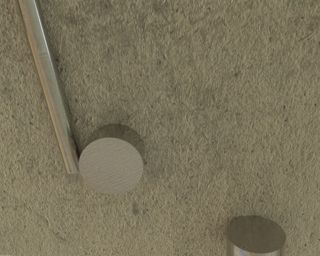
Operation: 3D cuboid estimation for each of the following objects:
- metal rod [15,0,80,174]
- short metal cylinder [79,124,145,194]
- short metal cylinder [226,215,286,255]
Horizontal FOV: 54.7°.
[{"bbox_3d":[-0.141,-0.081,0.378,0.025,0.025,0.298,-8,110,3],"label":"metal rod"},{"bbox_3d":[-0.061,0.040,0.411,0.081,0.050,0.079,0,110,0],"label":"short metal cylinder"},{"bbox_3d":[0.136,0.171,0.445,0.080,0.080,0.050,-4,110,1],"label":"short metal cylinder"}]
